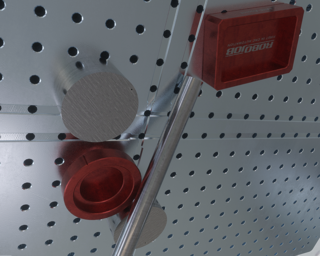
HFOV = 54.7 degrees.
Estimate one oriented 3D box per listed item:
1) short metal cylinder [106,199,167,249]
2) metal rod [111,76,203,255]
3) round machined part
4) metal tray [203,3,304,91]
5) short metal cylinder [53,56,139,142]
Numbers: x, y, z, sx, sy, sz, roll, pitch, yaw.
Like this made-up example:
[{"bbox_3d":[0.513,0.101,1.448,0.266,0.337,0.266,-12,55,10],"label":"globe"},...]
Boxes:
[{"bbox_3d":[-0.037,0.130,0.455,0.081,0.050,0.079,-14,124,-21],"label":"short metal cylinder"},{"bbox_3d":[-0.013,0.076,0.400,0.025,0.025,0.299,22,91,-36],"label":"metal rod"},{"bbox_3d":[-0.077,0.067,0.399,0.099,0.042,0.097,-14,124,-21],"label":"round machined part"},{"bbox_3d":[0.121,-0.107,0.407,0.131,0.030,0.089,-16,125,-20],"label":"metal tray"},{"bbox_3d":[-0.070,-0.031,0.337,0.081,0.050,0.079,-14,124,-21],"label":"short metal cylinder"}]
